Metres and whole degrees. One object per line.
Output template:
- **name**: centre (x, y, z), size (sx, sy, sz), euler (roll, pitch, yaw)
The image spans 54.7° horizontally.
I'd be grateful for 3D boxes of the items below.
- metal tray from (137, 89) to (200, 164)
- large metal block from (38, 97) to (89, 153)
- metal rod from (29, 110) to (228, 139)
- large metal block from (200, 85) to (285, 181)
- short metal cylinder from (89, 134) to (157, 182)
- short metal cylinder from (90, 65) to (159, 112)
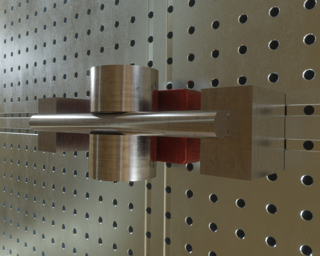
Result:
- **metal tray**: centre (-0.009, -0.003, 0.414), size (0.130, 0.030, 0.089), euler (2, 91, 40)
- **large metal block**: centre (-0.142, -0.005, 0.489), size (0.050, 0.081, 0.080), euler (1, 91, 40)
- **metal rod**: centre (-0.064, -0.005, 0.357), size (0.300, 0.025, 0.025), euler (1, 91, 40)
- **large metal block**: centre (0.083, 0.004, 0.304), size (0.050, 0.081, 0.080), euler (1, 91, 40)
- **short metal cylinder**: centre (-0.044, 0.032, 0.371), size (0.080, 0.081, 0.050), euler (1, 91, 40)
- **short metal cylinder**: centre (-0.042, -0.043, 0.369), size (0.080, 0.081, 0.050), euler (1, 91, 40)
